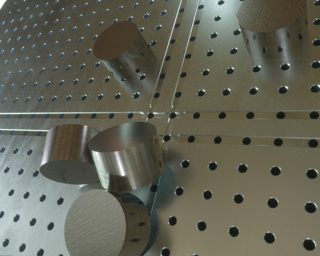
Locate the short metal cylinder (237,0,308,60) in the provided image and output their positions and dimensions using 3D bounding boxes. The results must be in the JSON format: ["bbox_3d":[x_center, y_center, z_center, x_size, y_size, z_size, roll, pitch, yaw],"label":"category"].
[{"bbox_3d":[0.146,-0.136,0.399,0.080,0.050,0.080,-13,56,21],"label":"short metal cylinder"}]

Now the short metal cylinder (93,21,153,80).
[{"bbox_3d":[-0.059,-0.125,0.500,0.080,0.050,0.080,-13,56,21],"label":"short metal cylinder"}]

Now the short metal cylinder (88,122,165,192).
[{"bbox_3d":[-0.039,0.032,0.369,0.080,0.050,0.080,-11,22,5],"label":"short metal cylinder"}]

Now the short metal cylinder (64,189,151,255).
[{"bbox_3d":[-0.058,0.110,0.343,0.080,0.050,0.080,-8,72,26],"label":"short metal cylinder"}]

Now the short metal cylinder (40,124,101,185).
[{"bbox_3d":[-0.112,0.037,0.409,0.080,0.080,0.050,-14,56,20],"label":"short metal cylinder"}]
